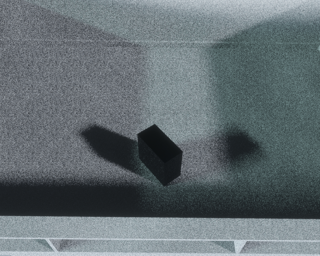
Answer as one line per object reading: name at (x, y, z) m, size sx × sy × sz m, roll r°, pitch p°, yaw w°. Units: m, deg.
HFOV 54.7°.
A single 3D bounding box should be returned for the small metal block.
small metal block at (-0.001, 0.032, 0.362) m, size 0.025 × 0.050 × 0.050 m, roll -31°, pitch 57°, yaw -23°
